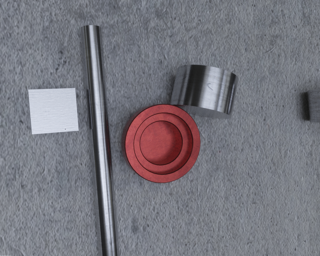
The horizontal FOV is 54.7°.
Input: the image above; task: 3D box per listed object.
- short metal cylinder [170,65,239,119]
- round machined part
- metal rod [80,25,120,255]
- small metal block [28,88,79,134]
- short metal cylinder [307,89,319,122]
[{"bbox_3d":[0.057,-0.045,0.401,0.081,0.080,0.050,13,86,-20],"label":"short metal cylinder"},{"bbox_3d":[-0.001,0.018,0.398,0.099,0.042,0.097,-1,93,-19],"label":"round machined part"},{"bbox_3d":[-0.073,0.027,0.382,0.025,0.025,0.298,-5,92,-20],"label":"metal rod"},{"bbox_3d":[-0.124,-0.020,0.363,0.050,0.025,0.050,-5,92,-20],"label":"small metal block"},{"bbox_3d":[0.275,-0.037,0.481,0.081,0.080,0.050,-7,93,-20],"label":"short metal cylinder"}]
